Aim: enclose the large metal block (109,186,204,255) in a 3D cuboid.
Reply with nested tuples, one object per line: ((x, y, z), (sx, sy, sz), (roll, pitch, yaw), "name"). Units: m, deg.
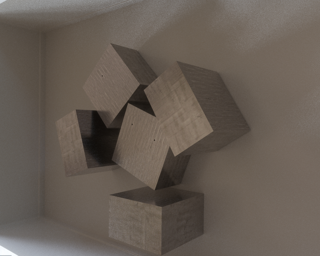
((-0.004, 0.104, 0.371), (0.080, 0.081, 0.050), (1, 91, 39), "large metal block")

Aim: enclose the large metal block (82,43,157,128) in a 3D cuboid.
((-0.052, -0.056, 0.429), (0.080, 0.050, 0.080), (-49, 61, 28), "large metal block")

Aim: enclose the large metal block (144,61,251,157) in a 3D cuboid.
((0.041, -0.019, 0.333), (0.050, 0.081, 0.080), (-38, 67, 33), "large metal block")

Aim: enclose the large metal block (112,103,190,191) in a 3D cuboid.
((-0.007, 0.021, 0.393), (0.080, 0.050, 0.079), (28, 108, 36), "large metal block")

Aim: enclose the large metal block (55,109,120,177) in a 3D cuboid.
((-0.093, 0.021, 0.444), (0.050, 0.081, 0.080), (-24, 75, 37), "large metal block")
